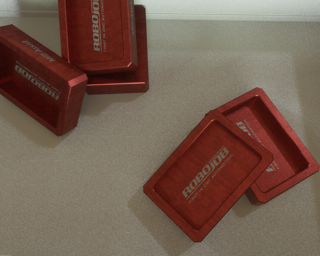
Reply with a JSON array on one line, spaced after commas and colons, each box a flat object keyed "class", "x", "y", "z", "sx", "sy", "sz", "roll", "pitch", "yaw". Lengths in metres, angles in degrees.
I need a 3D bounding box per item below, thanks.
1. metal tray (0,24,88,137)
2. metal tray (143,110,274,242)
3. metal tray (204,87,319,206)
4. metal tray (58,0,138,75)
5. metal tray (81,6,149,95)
[{"class": "metal tray", "x": -0.159, "y": -0.060, "z": 0.394, "sx": 0.130, "sy": 0.089, "sz": 0.030, "roll": 34, "pitch": 39, "yaw": 11}, {"class": "metal tray", "x": 0.056, "y": 0.055, "z": 0.365, "sx": 0.090, "sy": 0.030, "sz": 0.130, "roll": 41, "pitch": 90, "yaw": 18}, {"class": "metal tray", "x": 0.126, "y": 0.022, "z": 0.400, "sx": 0.090, "sy": 0.030, "sz": 0.130, "roll": -28, "pitch": 73, "yaw": -10}, {"class": "metal tray", "x": -0.079, "y": -0.136, "z": 0.393, "sx": 0.090, "sy": 0.030, "sz": 0.129, "roll": -3, "pitch": 90, "yaw": 11}, {"class": "metal tray", "x": -0.064, "y": -0.114, "z": 0.448, "sx": 0.091, "sy": 0.030, "sz": 0.130, "roll": -3, "pitch": 70, "yaw": -2}]
